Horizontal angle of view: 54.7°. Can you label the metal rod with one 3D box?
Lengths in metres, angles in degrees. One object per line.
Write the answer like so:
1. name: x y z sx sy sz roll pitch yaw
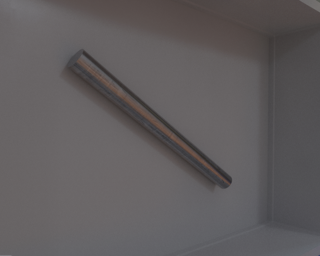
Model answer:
1. metal rod: 0.007 0.005 0.412 0.301 0.025 0.025 40 66 -33
